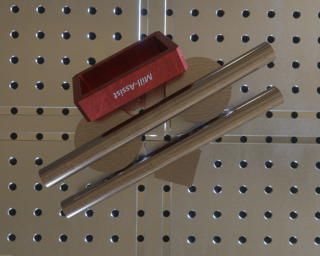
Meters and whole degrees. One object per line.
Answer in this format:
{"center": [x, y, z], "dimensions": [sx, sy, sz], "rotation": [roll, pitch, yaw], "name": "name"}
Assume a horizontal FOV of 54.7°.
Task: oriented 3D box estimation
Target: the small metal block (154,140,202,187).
{"center": [0.023, 0.046, 0.413], "dimensions": [0.050, 0.025, 0.050], "rotation": [15, 90, -1], "name": "small metal block"}

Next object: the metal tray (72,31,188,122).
{"center": [-0.041, -0.067, 0.379], "dimensions": [0.130, 0.090, 0.030], "rotation": [-29, 122, -1], "name": "metal tray"}

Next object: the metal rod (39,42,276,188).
{"center": [-0.003, -0.016, 0.362], "dimensions": [0.301, 0.025, 0.025], "rotation": [-30, 90, -1], "name": "metal rod"}

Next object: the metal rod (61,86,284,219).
{"center": [0.016, 0.030, 0.387], "dimensions": [0.301, 0.025, 0.025], "rotation": [-29, 90, -1], "name": "metal rod"}

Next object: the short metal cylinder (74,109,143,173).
{"center": [-0.064, 0.014, 0.400], "dimensions": [0.081, 0.050, 0.079], "rotation": [0, 90, -1], "name": "short metal cylinder"}

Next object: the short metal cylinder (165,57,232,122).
{"center": [0.047, -0.047, 0.402], "dimensions": [0.081, 0.050, 0.079], "rotation": [0, 90, -1], "name": "short metal cylinder"}
